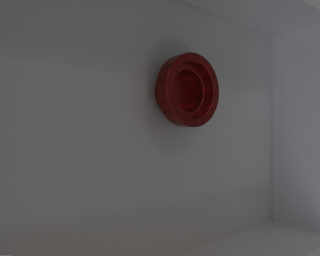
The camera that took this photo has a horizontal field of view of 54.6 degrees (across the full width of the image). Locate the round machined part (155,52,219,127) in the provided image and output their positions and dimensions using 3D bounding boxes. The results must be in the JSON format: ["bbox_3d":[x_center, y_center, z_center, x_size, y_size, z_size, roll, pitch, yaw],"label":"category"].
[{"bbox_3d":[0.032,-0.050,0.421,0.099,0.042,0.097,0,90,-40],"label":"round machined part"}]
